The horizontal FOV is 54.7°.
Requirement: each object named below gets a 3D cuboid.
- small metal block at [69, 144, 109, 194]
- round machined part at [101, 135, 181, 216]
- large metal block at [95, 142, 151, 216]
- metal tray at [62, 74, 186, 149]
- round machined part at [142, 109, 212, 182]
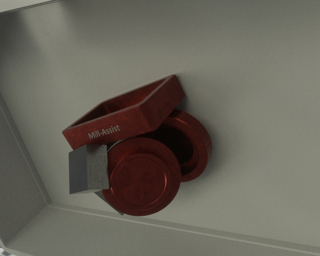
[{"bbox_3d":[-0.084,0.049,0.360,0.050,0.025,0.050,-23,68,49],"label":"small metal block"},{"bbox_3d":[-0.023,0.059,0.368,0.099,0.042,0.097,-1,96,-6],"label":"round machined part"},{"bbox_3d":[-0.053,0.059,0.435,0.080,0.080,0.050,39,129,1],"label":"large metal block"},{"bbox_3d":[-0.044,-0.017,0.375,0.130,0.090,0.030,-16,111,34],"label":"metal tray"},{"bbox_3d":[0.020,0.018,0.397,0.098,0.042,0.097,13,124,20],"label":"round machined part"}]
